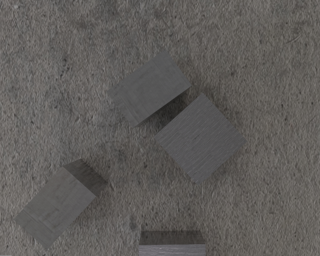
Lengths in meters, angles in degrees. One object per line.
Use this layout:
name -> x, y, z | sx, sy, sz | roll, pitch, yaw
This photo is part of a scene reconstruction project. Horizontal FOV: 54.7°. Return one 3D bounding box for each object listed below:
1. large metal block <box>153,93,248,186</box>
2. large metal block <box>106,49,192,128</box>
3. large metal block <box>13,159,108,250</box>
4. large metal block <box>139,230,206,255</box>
large metal block -> 0.049, 0.013, 0.398 | 0.080, 0.050, 0.080 | -42, 90, 0
large metal block -> -0.012, -0.044, 0.382 | 0.080, 0.080, 0.050 | -36, 90, 0
large metal block -> -0.116, 0.088, 0.381 | 0.050, 0.080, 0.080 | 42, 90, 0
large metal block -> 0.015, 0.180, 0.398 | 0.081, 0.050, 0.079 | -1, 90, 0
